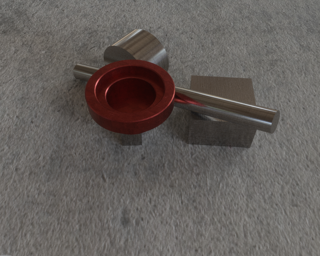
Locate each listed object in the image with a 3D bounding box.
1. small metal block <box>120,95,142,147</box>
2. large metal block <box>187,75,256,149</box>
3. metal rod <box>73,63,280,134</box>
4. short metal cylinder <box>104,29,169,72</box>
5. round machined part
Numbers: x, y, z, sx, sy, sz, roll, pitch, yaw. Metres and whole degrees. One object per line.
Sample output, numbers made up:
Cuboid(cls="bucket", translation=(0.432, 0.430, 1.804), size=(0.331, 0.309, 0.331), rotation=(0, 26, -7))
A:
Cuboid(cls="small metal block", translation=(-0.037, -0.011, 0.398), size=(0.025, 0.050, 0.050), rotation=(-2, 50, -2))
Cuboid(cls="large metal block", translation=(0.079, -0.022, 0.408), size=(0.080, 0.050, 0.080), rotation=(4, 50, 2))
Cuboid(cls="metal rod", translation=(-0.003, -0.046, 0.395), size=(0.300, 0.025, 0.025), rotation=(19, 51, 32))
Cuboid(cls="short metal cylinder", translation=(-0.034, -0.094, 0.448), size=(0.080, 0.080, 0.050), rotation=(30, 56, 22))
Cuboid(cls="round machined part", translation=(-0.033, -0.031, 0.355), size=(0.099, 0.042, 0.098), rotation=(0, 51, 0))
